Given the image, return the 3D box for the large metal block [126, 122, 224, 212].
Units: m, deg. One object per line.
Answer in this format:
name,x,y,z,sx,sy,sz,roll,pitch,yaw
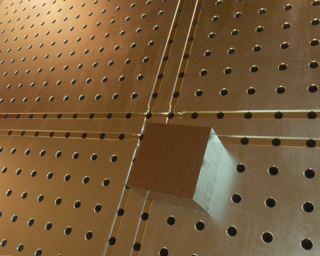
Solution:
large metal block,0.019,0.043,0.355,0.080,0.050,0.080,5,64,30
